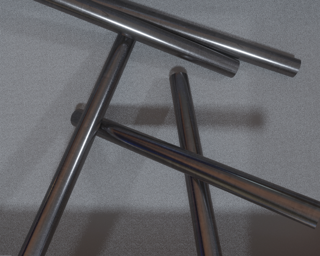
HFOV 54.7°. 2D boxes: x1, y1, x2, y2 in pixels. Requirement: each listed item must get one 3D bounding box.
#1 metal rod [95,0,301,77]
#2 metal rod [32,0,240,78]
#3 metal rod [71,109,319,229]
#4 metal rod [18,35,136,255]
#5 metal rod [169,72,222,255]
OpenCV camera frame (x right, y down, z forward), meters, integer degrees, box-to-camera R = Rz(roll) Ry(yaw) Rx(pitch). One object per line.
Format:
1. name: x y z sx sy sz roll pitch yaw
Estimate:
1. metal rod: 0.038 -0.126 0.411 0.302 0.025 0.025 18 90 -1
2. metal rod: -0.040 -0.126 0.383 0.302 0.025 0.025 19 90 -11
3. metal rod: 0.016 0.032 0.343 0.300 0.025 0.025 20 90 27
4. metal rod: -0.087 0.004 0.365 0.025 0.025 0.299 20 72 0
5. metal rod: 0.043 0.066 0.348 0.025 0.025 0.299 -7 64 0
